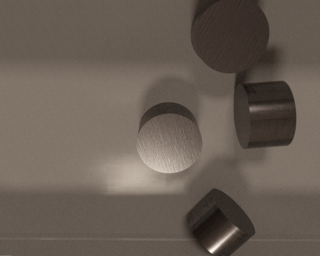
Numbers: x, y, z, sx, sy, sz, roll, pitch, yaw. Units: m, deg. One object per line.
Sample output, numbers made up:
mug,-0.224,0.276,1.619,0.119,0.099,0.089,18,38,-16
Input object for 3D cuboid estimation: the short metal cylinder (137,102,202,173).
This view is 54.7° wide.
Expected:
short metal cylinder,0.012,0.011,0.402,0.081,0.050,0.079,0,110,-1

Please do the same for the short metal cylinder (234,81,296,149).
short metal cylinder,0.124,-0.016,0.378,0.050,0.080,0.079,-4,110,1

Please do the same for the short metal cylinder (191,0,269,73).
short metal cylinder,0.078,-0.108,0.359,0.081,0.050,0.079,0,110,-1

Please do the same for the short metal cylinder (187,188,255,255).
short metal cylinder,0.084,0.132,0.432,0.080,0.080,0.050,38,106,-13
